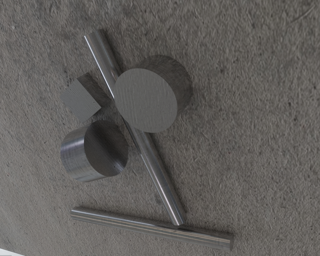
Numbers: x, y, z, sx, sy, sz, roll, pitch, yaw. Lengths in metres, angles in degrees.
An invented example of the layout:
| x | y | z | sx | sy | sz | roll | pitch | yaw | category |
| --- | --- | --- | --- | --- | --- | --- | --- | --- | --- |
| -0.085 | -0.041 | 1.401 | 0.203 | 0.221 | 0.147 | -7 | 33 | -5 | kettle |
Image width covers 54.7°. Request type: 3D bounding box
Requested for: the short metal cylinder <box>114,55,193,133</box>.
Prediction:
| x | y | z | sx | sy | sz | roll | pitch | yaw | category |
| --- | --- | --- | --- | --- | --- | --- | --- | --- | --- |
| -0.007 | -0.041 | 0.369 | 0.080 | 0.050 | 0.079 | 13 | 124 | 21 | short metal cylinder |

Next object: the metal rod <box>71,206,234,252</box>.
| x | y | z | sx | sy | sz | roll | pitch | yaw | category |
| --- | --- | --- | --- | --- | --- | --- | --- | --- | --- |
| -0.028 | 0.165 | 0.523 | 0.300 | 0.025 | 0.025 | 1 | 119 | 27 | metal rod |

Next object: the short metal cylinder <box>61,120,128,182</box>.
| x | y | z | sx | sy | sz | roll | pitch | yaw | category |
| --- | --- | --- | --- | --- | --- | --- | --- | --- | --- |
| -0.092 | 0.034 | 0.440 | 0.050 | 0.080 | 0.080 | -19 | 109 | 35 | short metal cylinder |

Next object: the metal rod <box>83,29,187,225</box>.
| x | y | z | sx | sy | sz | roll | pitch | yaw | category |
| --- | --- | --- | --- | --- | --- | --- | --- | --- | --- |
| -0.026 | 0.013 | 0.428 | 0.025 | 0.025 | 0.299 | -11 | 113 | 32 | metal rod |

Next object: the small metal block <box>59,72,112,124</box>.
| x | y | z | sx | sy | sz | roll | pitch | yaw | category |
| --- | --- | --- | --- | --- | --- | --- | --- | --- | --- |
| -0.106 | -0.042 | 0.437 | 0.050 | 0.025 | 0.050 | -34 | 100 | 38 | small metal block |
